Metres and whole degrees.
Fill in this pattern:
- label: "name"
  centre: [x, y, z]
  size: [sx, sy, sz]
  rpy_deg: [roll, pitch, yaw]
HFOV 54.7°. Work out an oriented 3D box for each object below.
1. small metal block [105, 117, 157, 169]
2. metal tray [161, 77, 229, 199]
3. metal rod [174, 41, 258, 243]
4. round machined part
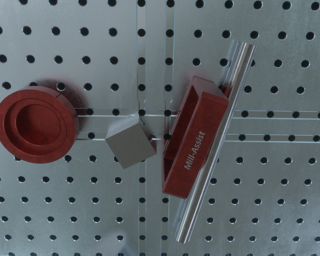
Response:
- label: "small metal block"
  centre: [-0.038, 0.021, 0.421]
  size: [0.050, 0.025, 0.050]
  rpy_deg: [-26, 108, 9]
- label: "metal tray"
  centre: [0.037, 0.010, 0.382]
  size: [0.030, 0.090, 0.129]
  rpy_deg: [18, 109, -7]
- label: "metal rod"
  centre: [0.070, 0.033, 0.426]
  size: [0.025, 0.025, 0.298]
  rpy_deg: [13, 109, -5]
- label: "round machined part"
  centre: [-0.153, -0.007, 0.400]
  size: [0.099, 0.042, 0.097]
  rpy_deg: [0, 110, -1]
